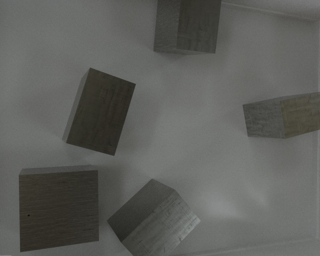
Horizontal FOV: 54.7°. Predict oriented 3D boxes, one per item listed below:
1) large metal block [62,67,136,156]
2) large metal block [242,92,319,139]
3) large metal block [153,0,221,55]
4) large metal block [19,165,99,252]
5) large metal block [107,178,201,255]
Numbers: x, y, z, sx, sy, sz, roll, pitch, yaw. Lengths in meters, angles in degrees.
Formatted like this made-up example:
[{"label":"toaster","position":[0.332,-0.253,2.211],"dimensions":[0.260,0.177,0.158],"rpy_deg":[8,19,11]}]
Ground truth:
[{"label":"large metal block","position":[-0.073,-0.016,0.355],"dimensions":[0.050,0.080,0.080],"rpy_deg":[18,84,-20]},{"label":"large metal block","position":[0.181,-0.019,0.450],"dimensions":[0.081,0.080,0.050],"rpy_deg":[-12,95,-20]},{"label":"large metal block","position":[0.032,-0.135,0.387],"dimensions":[0.050,0.080,0.079],"rpy_deg":[1,101,-20]},{"label":"large metal block","position":[-0.115,0.087,0.355],"dimensions":[0.081,0.050,0.079],"rpy_deg":[-1,91,-20]},{"label":"large metal block","position":[-0.011,0.114,0.379],"dimensions":[0.080,0.080,0.050],"rpy_deg":[-41,104,-15]}]
